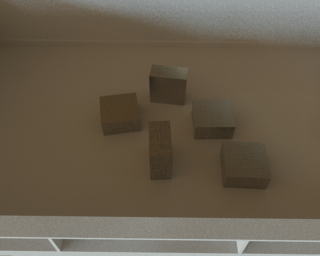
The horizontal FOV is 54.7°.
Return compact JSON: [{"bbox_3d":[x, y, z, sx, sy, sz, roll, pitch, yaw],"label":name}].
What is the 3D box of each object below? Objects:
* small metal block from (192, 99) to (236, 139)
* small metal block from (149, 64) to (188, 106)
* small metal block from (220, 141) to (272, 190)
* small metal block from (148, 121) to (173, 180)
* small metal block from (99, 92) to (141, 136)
[{"bbox_3d":[0.070,-0.012,0.416,0.050,0.025,0.050,0,50,0],"label":"small metal block"},{"bbox_3d":[0.012,-0.060,0.439,0.050,0.050,0.025,6,51,5],"label":"small metal block"},{"bbox_3d":[0.100,0.044,0.369,0.050,0.025,0.050,3,50,2],"label":"small metal block"},{"bbox_3d":[0.000,0.027,0.366,0.025,0.050,0.050,-2,50,-2],"label":"small metal block"},{"bbox_3d":[-0.054,-0.019,0.421,0.050,0.025,0.050,-7,50,-6],"label":"small metal block"}]
